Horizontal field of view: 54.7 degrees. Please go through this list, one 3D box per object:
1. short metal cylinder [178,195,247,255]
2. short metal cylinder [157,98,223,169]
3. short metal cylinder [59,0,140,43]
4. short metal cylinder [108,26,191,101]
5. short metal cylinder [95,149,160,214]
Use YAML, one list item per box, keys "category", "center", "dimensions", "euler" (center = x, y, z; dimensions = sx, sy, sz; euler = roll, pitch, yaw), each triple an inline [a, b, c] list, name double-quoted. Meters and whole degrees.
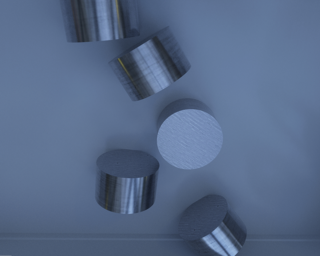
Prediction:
- category: "short metal cylinder"
  center: [0.073, 0.141, 0.435]
  dimensions: [0.080, 0.080, 0.050]
  euler: [-34, 107, 11]
- category: "short metal cylinder"
  center: [0.036, 0.006, 0.401]
  dimensions: [0.081, 0.050, 0.079]
  euler: [0, 110, -1]
- category: "short metal cylinder"
  center: [-0.064, -0.123, 0.336]
  dimensions: [0.081, 0.080, 0.050]
  euler: [-5, 110, 1]
- category: "short metal cylinder"
  center: [-0.012, -0.074, 0.355]
  dimensions: [0.080, 0.080, 0.050]
  euler: [-29, 108, 10]
- category: "short metal cylinder"
  center: [-0.043, 0.067, 0.406]
  dimensions: [0.081, 0.080, 0.050]
  euler: [6, 110, -3]
